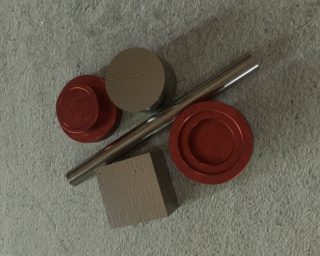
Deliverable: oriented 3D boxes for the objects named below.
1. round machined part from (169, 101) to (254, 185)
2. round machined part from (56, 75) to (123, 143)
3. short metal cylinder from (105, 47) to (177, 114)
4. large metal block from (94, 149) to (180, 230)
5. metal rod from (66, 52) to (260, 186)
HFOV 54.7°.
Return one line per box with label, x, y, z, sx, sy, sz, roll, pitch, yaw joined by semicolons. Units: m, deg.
round machined part;0.064;0.017;0.378;0.098;0.042;0.097;0;90;20
round machined part;-0.106;-0.027;0.438;0.098;0.042;0.097;0;90;20
short metal cylinder;-0.023;-0.060;0.405;0.080;0.050;0.079;0;90;20
large metal block;-0.029;0.079;0.408;0.080;0.050;0.080;-18;84;19
metal rod;-0.008;-0.003;0.414;0.300;0.025;0.025;-33;80;16
